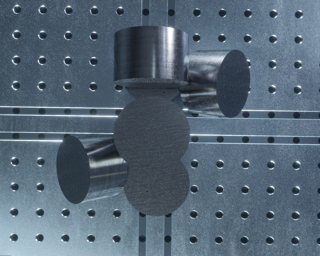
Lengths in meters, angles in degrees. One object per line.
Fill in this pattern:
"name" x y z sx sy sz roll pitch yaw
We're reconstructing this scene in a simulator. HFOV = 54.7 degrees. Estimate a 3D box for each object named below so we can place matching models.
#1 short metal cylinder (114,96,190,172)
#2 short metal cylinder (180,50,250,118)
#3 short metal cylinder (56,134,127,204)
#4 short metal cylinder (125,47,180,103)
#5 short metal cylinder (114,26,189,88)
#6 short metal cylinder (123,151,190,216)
"short metal cylinder" -0.008 0.006 0.350 0.081 0.050 0.079 0 90 0
"short metal cylinder" 0.069 -0.055 0.379 0.050 0.080 0.080 11 90 40
"short metal cylinder" -0.085 0.048 0.380 0.050 0.080 0.080 -2 90 -44
"short metal cylinder" -0.007 -0.069 0.400 0.081 0.050 0.079 0 91 0
"short metal cylinder" -0.009 -0.073 0.334 0.081 0.080 0.050 0 90 0
"short metal cylinder" -0.004 0.067 0.400 0.081 0.050 0.079 0 91 -1
